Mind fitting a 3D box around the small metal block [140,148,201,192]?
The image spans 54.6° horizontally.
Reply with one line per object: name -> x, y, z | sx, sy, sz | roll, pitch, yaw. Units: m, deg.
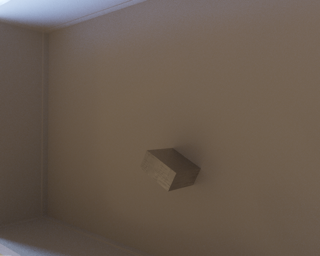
small metal block -> 0.013, 0.049, 0.381 | 0.050, 0.050, 0.025 | 35, 112, 34
